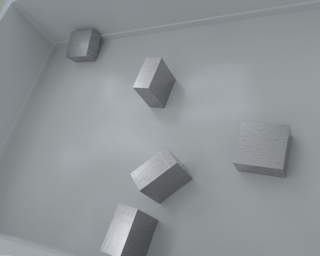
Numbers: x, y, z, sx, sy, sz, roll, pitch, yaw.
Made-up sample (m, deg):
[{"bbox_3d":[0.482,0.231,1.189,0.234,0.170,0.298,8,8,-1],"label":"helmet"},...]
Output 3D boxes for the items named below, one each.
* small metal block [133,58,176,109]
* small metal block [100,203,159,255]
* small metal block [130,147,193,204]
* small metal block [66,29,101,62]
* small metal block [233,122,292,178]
[{"bbox_3d":[-0.006,-0.062,0.431,0.025,0.050,0.050,8,66,32],"label":"small metal block"},{"bbox_3d":[-0.031,0.115,0.335,0.025,0.050,0.050,7,65,31],"label":"small metal block"},{"bbox_3d":[0.003,0.055,0.354,0.050,0.050,0.025,-38,51,3],"label":"small metal block"},{"bbox_3d":[-0.139,-0.148,0.561,0.050,0.025,0.050,5,81,30],"label":"small metal block"},{"bbox_3d":[0.111,0.023,0.334,0.050,0.025,0.050,5,64,30],"label":"small metal block"}]
